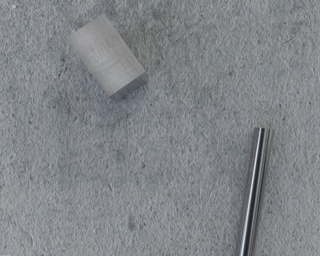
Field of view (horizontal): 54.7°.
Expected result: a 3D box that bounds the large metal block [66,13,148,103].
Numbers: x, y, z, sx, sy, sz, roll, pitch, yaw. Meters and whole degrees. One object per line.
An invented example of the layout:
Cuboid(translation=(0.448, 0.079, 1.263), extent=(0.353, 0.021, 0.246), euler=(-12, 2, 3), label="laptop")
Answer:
Cuboid(translation=(-0.060, -0.081, 0.382), extent=(0.050, 0.080, 0.080), euler=(-36, 90, 0), label="large metal block")

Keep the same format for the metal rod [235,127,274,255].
Cuboid(translation=(0.116, 0.148, 0.411), extent=(0.025, 0.025, 0.298), euler=(9, 90, -1), label="metal rod")
